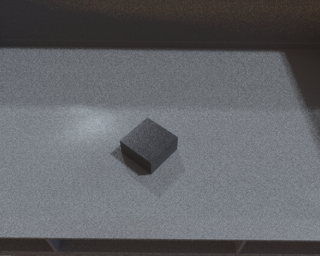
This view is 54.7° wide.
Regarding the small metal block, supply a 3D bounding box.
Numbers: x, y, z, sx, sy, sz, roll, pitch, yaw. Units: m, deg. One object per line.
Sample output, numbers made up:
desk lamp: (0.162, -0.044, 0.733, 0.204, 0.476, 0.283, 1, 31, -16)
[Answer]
small metal block: (-0.013, 0.021, 0.387, 0.050, 0.025, 0.050, 33, 57, 24)
